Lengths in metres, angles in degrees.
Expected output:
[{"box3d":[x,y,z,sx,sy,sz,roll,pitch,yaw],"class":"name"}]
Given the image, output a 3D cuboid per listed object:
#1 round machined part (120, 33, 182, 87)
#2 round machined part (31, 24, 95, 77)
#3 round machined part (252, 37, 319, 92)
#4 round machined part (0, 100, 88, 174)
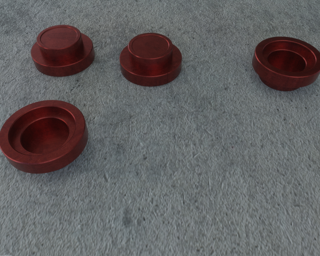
[{"box3d":[-0.014,-0.113,0.487,0.099,0.042,0.098,0,50,0],"class":"round machined part"},{"box3d":[-0.158,-0.131,0.501,0.099,0.042,0.098,0,50,0],"class":"round machined part"},{"box3d":[0.190,-0.094,0.472,0.099,0.042,0.098,0,50,0],"class":"round machined part"},{"box3d":[-0.138,0.015,0.379,0.099,0.042,0.098,0,50,0],"class":"round machined part"}]
